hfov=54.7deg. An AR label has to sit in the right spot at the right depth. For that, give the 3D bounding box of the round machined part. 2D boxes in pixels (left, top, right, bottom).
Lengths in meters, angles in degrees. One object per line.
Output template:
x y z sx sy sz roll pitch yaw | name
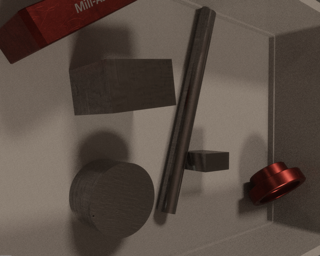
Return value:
0.198 0.094 0.542 0.099 0.097 0.042 3 50 -40 | round machined part

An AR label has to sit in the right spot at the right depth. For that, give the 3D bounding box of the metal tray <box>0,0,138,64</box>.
-0.082 -0.109 0.296 0.131 0.090 0.030 -42 116 -32 | metal tray

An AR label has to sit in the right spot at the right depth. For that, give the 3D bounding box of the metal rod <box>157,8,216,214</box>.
0.041 -0.031 0.442 0.025 0.025 0.299 21 77 -39 | metal rod

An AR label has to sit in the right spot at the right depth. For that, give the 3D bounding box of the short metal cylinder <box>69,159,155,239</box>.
-0.053 0.077 0.348 0.081 0.050 0.079 0 90 -40 | short metal cylinder

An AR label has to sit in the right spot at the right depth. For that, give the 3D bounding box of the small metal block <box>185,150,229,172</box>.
0.064 0.047 0.446 0.050 0.050 0.025 1 90 -40 | small metal block

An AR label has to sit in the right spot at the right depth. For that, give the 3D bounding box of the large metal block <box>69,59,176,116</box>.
-0.041 -0.044 0.338 0.081 0.080 0.050 -11 97 -40 | large metal block
